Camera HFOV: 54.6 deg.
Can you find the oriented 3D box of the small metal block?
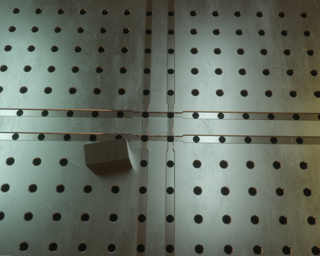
[{"bbox_3d":[-0.063,0.036,0.385,0.050,0.050,0.025,-10,71,-3],"label":"small metal block"}]
